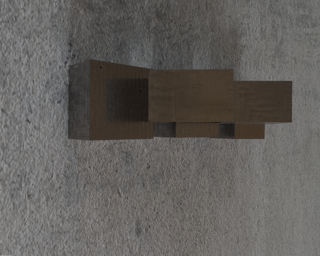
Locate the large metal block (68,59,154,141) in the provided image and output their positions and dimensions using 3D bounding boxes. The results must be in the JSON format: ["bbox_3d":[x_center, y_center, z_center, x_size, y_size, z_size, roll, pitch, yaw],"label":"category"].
[{"bbox_3d":[-0.054,-0.028,0.346,0.081,0.050,0.079,0,90,-40],"label":"large metal block"}]

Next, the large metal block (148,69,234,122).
[{"bbox_3d":[0.032,-0.031,0.334,0.080,0.080,0.050,-11,101,-85],"label":"large metal block"}]

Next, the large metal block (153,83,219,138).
[{"bbox_3d":[0.034,-0.028,0.421,0.081,0.050,0.079,1,90,-40],"label":"large metal block"}]

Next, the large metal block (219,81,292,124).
[{"bbox_3d":[0.121,-0.031,0.412,0.080,0.080,0.050,1,89,4],"label":"large metal block"}]

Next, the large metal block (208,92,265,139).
[{"bbox_3d":[0.124,-0.023,0.497,0.081,0.050,0.079,2,89,-40],"label":"large metal block"}]
